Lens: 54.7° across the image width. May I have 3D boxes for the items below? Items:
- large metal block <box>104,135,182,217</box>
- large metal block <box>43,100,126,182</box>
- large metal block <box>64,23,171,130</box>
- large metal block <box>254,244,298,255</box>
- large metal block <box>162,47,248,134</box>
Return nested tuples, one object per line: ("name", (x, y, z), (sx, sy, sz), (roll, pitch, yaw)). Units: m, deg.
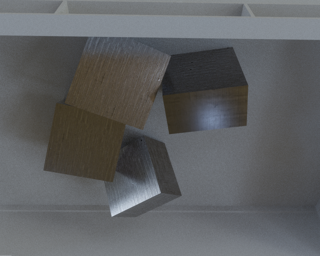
("large metal block", (-0.028, 0.068, 0.421), (0.080, 0.080, 0.050), (-31, 150, 23))
("large metal block", (-0.089, 0.014, 0.381), (0.081, 0.050, 0.079), (12, 98, -10))
("large metal block", (-0.045, -0.052, 0.324), (0.080, 0.050, 0.080), (20, 94, -16))
("large metal block", (0.241, 0.287, 0.641), (0.080, 0.050, 0.080), (-7, 130, 6))
("large metal block", (0.046, -0.042, 0.337), (0.080, 0.080, 0.050), (-6, 130, 5))
